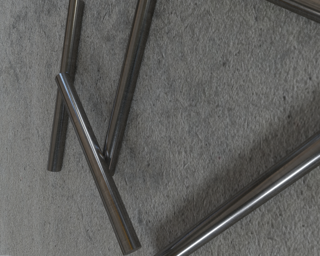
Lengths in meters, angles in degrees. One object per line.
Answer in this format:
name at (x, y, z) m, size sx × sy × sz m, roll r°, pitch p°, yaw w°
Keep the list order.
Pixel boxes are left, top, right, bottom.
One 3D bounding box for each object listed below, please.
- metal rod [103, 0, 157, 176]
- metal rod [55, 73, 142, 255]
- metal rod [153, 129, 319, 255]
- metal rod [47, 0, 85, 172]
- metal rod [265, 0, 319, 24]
metal rod at (-0.045, -0.071, 0.441) m, size 0.025 × 0.025 × 0.298 m, roll 24°, pitch 105°, yaw 37°
metal rod at (-0.099, 0.035, 0.453) m, size 0.025 × 0.025 × 0.299 m, roll -45°, pitch 60°, yaw 31°
metal rod at (0.080, 0.090, 0.339) m, size 0.299 × 0.025 × 0.025 m, roll -47°, pitch 62°, yaw 29°
metal rod at (-0.166, -0.069, 0.542) m, size 0.025 × 0.025 × 0.298 m, roll 17°, pitch 101°, yaw 38°
metal rod at (0.062, -0.185, 0.353) m, size 0.300 × 0.025 × 0.025 m, roll 42°, pitch 115°, yaw 32°
